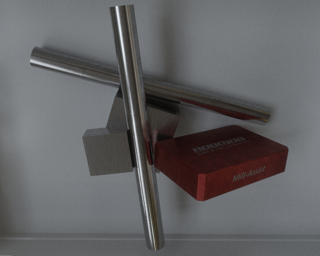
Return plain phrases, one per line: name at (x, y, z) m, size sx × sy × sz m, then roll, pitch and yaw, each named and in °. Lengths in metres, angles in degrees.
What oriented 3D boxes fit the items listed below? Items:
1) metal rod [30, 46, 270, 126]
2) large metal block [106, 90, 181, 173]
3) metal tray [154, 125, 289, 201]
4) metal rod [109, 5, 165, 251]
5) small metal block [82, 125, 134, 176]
metal rod at (-0.007, -0.051, 0.392) m, size 0.302 × 0.025 × 0.025 m, roll 14°, pitch 110°, yaw -6°
large metal block at (-0.026, 0.002, 0.397) m, size 0.080 × 0.050 × 0.079 m, roll 17°, pitch 109°, yaw -7°
metal tray at (0.070, 0.034, 0.360) m, size 0.131 × 0.090 × 0.030 m, roll -11°, pitch 114°, yaw -30°
metal rod at (-0.022, 0.016, 0.362) m, size 0.025 × 0.025 × 0.298 m, roll -6°, pitch 110°, yaw 2°
small metal block at (-0.059, 0.026, 0.365) m, size 0.050 × 0.025 × 0.050 m, roll -6°, pitch 110°, yaw 1°
